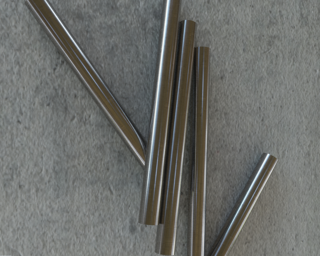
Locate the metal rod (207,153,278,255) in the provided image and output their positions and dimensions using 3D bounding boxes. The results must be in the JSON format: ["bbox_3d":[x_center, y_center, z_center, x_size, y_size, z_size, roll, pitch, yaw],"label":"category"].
[{"bbox_3d":[0.090,0.169,0.444,0.025,0.025,0.300,36,78,-17],"label":"metal rod"}]

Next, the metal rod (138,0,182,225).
[{"bbox_3d":[0.002,-0.033,0.392,0.025,0.025,0.298,10,80,-20],"label":"metal rod"}]

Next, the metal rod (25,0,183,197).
[{"bbox_3d":[-0.062,-0.027,0.386,0.025,0.025,0.299,-38,102,-16],"label":"metal rod"}]

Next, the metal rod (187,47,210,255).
[{"bbox_3d":[0.053,0.039,0.430,0.025,0.025,0.298,2,89,-20],"label":"metal rod"}]

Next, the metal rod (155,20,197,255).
[{"bbox_3d":[0.022,0.004,0.399,0.025,0.025,0.299,10,80,-20],"label":"metal rod"}]
